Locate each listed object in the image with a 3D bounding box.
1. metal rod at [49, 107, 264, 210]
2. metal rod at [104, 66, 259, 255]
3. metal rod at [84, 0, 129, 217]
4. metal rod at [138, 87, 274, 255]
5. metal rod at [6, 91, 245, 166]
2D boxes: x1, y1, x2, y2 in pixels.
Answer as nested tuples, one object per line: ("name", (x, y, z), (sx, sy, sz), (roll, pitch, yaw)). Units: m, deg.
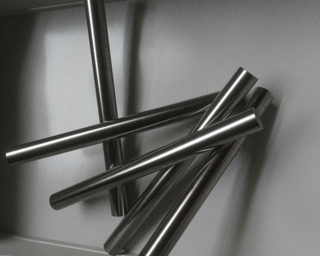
("metal rod", (-0.024, 0.047, 0.376), (0.300, 0.025, 0.025), (-25, 82, 25))
("metal rod", (0.015, 0.054, 0.387), (0.025, 0.025, 0.299), (41, 109, 15))
("metal rod", (-0.070, -0.029, 0.413), (0.025, 0.025, 0.298), (-3, 97, 20))
("metal rod", (0.035, 0.075, 0.332), (0.025, 0.025, 0.300), (33, 75, 17))
("metal rod", (-0.046, -0.001, 0.389), (0.301, 0.025, 0.025), (-15, 85, 5))
